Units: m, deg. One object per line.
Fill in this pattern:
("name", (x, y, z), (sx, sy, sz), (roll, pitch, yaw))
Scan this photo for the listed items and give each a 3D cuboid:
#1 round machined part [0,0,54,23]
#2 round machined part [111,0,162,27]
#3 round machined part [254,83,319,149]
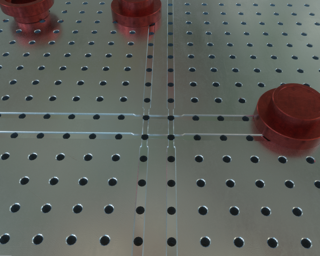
("round machined part", (-0.253, -0.238, 0.596), (0.099, 0.042, 0.098), (0, 50, 0))
("round machined part", (-0.046, -0.240, 0.598), (0.099, 0.042, 0.098), (0, 50, 0))
("round machined part", (0.181, -0.023, 0.417), (0.099, 0.042, 0.098), (0, 50, 0))
